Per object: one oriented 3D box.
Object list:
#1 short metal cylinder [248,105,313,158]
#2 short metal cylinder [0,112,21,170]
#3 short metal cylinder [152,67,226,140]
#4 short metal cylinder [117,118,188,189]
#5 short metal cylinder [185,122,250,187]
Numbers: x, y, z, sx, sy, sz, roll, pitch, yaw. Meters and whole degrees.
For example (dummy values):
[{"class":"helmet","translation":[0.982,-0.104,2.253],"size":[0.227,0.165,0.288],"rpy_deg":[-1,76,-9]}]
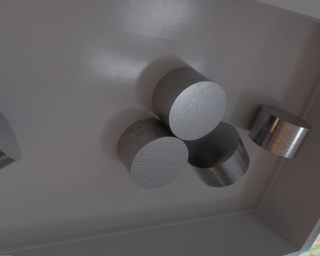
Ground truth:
[{"class":"short metal cylinder","translation":[0.184,0.004,0.479],"size":[0.081,0.080,0.050],"rpy_deg":[6,115,-32]},{"class":"short metal cylinder","translation":[-0.174,0.008,0.283],"size":[0.050,0.080,0.080],"rpy_deg":[-30,129,-10]},{"class":"short metal cylinder","translation":[0.036,-0.031,0.395],"size":[0.081,0.050,0.079],"rpy_deg":[-14,125,-21]},{"class":"short metal cylinder","translation":[-0.010,0.033,0.409],"size":[0.081,0.050,0.079],"rpy_deg":[-14,125,-21]},{"class":"short metal cylinder","translation":[0.081,0.037,0.442],"size":[0.080,0.080,0.050],"rpy_deg":[-38,130,-3]}]
